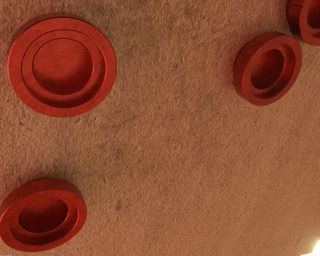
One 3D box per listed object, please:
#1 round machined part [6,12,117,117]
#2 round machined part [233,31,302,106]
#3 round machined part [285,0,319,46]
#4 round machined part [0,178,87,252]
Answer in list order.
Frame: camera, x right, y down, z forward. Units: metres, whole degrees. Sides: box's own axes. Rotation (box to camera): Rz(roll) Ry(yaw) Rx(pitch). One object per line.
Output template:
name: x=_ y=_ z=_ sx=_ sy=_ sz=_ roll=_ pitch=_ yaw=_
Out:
round machined part: x=-0.096 y=-0.063 z=0.304 sx=0.099 sy=0.042 sz=0.097 roll=-14 pitch=124 yaw=-21
round machined part: x=0.139 y=-0.083 z=0.421 sx=0.099 sy=0.042 sz=0.097 roll=-14 pitch=124 yaw=-21
round machined part: x=0.207 y=-0.162 z=0.408 sx=0.099 sy=0.042 sz=0.097 roll=-14 pitch=124 yaw=-21
round machined part: x=-0.143 y=0.101 z=0.380 sx=0.099 sy=0.042 sz=0.097 roll=-14 pitch=124 yaw=-21
